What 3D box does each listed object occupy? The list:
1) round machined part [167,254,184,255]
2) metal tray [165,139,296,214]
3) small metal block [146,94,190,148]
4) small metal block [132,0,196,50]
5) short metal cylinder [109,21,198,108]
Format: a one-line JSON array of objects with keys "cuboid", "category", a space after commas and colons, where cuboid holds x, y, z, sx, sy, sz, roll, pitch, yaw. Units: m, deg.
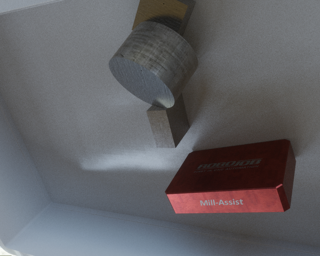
[{"cuboid": [0.032, 0.262, 0.544, 0.098, 0.042, 0.097, 13, 124, 20], "category": "round machined part"}, {"cuboid": [0.082, 0.056, 0.357, 0.130, 0.090, 0.030, -11, 113, 32], "category": "metal tray"}, {"cuboid": [0.012, -0.010, 0.379, 0.025, 0.050, 0.050, -1, 118, 28], "category": "small metal block"}, {"cuboid": [0.003, -0.120, 0.332, 0.050, 0.025, 0.050, 30, 128, 8], "category": "small metal block"}, {"cuboid": [-0.007, -0.065, 0.331, 0.080, 0.050, 0.080, 29, 162, 11], "category": "short metal cylinder"}]
